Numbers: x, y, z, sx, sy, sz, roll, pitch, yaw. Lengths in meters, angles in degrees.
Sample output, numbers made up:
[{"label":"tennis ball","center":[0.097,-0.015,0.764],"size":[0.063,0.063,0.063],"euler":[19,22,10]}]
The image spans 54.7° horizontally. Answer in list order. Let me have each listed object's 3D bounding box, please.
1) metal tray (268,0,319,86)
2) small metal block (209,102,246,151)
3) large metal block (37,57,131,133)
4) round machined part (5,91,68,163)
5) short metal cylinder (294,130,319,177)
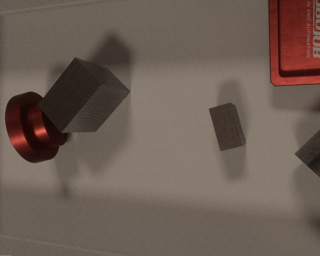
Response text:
[{"label":"metal tray","center":[0.164,-0.112,0.327],"size":[0.090,0.030,0.129],"euler":[0,106,25]},{"label":"small metal block","center":[0.081,-0.001,0.368],"size":[0.025,0.050,0.050],"euler":[-16,85,19]},{"label":"large metal block","center":[-0.098,-0.040,0.415],"size":[0.050,0.080,0.080],"euler":[46,104,14]},{"label":"round machined part","center":[-0.163,-0.004,0.429],"size":[0.042,0.098,0.097],"euler":[-15,85,8]},{"label":"short metal cylinder","center":[0.188,0.037,0.315],"size":[0.080,0.080,0.050],"euler":[45,104,14]}]
